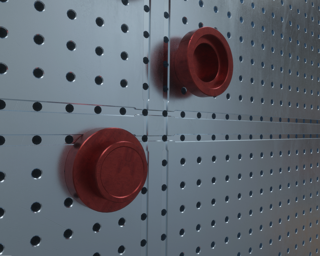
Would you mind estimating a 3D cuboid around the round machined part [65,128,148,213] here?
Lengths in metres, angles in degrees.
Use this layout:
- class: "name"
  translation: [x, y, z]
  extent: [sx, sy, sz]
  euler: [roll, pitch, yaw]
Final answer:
- class: "round machined part"
  translation: [-0.053, 0.048, 0.355]
  extent: [0.099, 0.042, 0.097]
  euler: [0, 90, -40]

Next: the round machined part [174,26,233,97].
- class: "round machined part"
  translation: [0.059, -0.093, 0.450]
  extent: [0.099, 0.042, 0.097]
  euler: [0, 90, -40]
